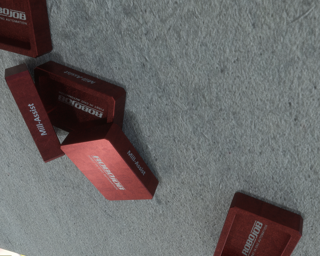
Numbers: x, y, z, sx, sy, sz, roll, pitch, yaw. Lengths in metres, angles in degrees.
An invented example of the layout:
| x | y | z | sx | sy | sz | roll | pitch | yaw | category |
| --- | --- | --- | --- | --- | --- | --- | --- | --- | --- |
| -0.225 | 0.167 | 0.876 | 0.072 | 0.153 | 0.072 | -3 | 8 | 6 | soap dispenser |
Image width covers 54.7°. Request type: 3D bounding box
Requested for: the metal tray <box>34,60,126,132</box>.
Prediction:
| x | y | z | sx | sy | sz | roll | pitch | yaw | category |
| --- | --- | --- | --- | --- | --- | --- | --- | --- | --- |
| -0.116 | -0.033 | 0.444 | 0.130 | 0.030 | 0.089 | 22 | 127 | 15 | metal tray |

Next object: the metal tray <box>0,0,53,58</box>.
| x | y | z | sx | sy | sz | roll | pitch | yaw | category |
| --- | --- | --- | --- | --- | --- | --- | --- | --- | --- |
| -0.213 | -0.154 | 0.420 | 0.130 | 0.030 | 0.089 | 17 | 125 | 18 | metal tray |

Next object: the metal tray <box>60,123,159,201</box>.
| x | y | z | sx | sy | sz | roll | pitch | yaw | category |
| --- | --- | --- | --- | --- | --- | --- | --- | --- | --- |
| -0.071 | 0.055 | 0.453 | 0.090 | 0.030 | 0.130 | -10 | 128 | 30 | metal tray |

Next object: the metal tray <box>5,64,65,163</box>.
| x | y | z | sx | sy | sz | roll | pitch | yaw | category |
| --- | --- | --- | --- | --- | --- | --- | --- | --- | --- |
| -0.183 | -0.024 | 0.453 | 0.090 | 0.030 | 0.129 | 34 | 144 | 59 | metal tray |

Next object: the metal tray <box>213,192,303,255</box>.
| x | y | z | sx | sy | sz | roll | pitch | yaw | category |
| --- | --- | --- | --- | --- | --- | --- | --- | --- | --- |
| 0.131 | 0.159 | 0.432 | 0.090 | 0.030 | 0.129 | 19 | 126 | 17 | metal tray |
